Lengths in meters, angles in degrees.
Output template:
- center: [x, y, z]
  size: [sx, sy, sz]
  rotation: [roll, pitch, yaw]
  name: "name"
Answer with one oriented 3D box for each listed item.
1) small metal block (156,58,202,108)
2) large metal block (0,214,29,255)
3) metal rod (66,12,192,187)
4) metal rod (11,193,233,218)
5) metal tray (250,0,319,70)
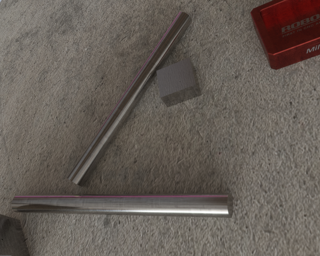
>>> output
- center: [0.026, -0.063, 0.428]
  size: [0.050, 0.025, 0.050]
  rotation: [-19, 54, 16]
  name: "small metal block"
- center: [-0.216, 0.153, 0.386]
  size: [0.050, 0.080, 0.080]
  rotation: [-41, 51, 0]
  name: "large metal block"
- center: [-0.038, -0.050, 0.452]
  size: [0.025, 0.025, 0.300]
  rotation: [22, 73, 36]
  name: "metal rod"
- center: [-0.064, 0.093, 0.378]
  size: [0.301, 0.025, 0.025]
  rotation: [-6, 59, 24]
  name: "metal rod"
- center: [0.190, -0.134, 0.383]
  size: [0.130, 0.030, 0.090]
  rotation: [-18, 55, 17]
  name: "metal tray"
